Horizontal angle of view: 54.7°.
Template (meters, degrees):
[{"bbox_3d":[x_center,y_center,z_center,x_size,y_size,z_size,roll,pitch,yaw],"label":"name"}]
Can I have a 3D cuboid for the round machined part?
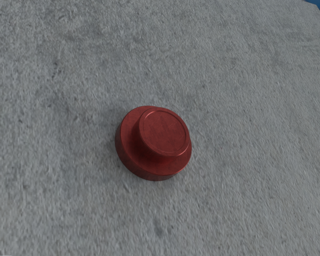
[{"bbox_3d":[-0.002,0.013,0.385,0.099,0.042,0.098,14,56,-21],"label":"round machined part"}]
